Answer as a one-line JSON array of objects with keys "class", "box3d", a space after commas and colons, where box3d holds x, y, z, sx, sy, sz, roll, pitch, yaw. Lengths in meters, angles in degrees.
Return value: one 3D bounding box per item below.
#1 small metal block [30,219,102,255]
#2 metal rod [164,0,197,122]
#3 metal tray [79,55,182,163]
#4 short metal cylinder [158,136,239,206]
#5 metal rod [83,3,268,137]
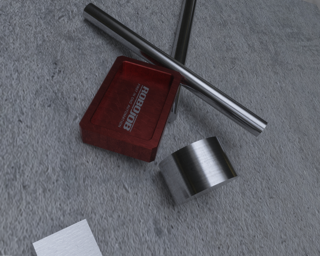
[{"class": "small metal block", "box3d": [-0.084, 0.120, 0.286, 0.050, 0.025, 0.050, -18, 72, -35]}, {"class": "metal rod", "box3d": [0.035, -0.135, 0.507, 0.025, 0.025, 0.300, 23, 53, -15]}, {"class": "metal tray", "box3d": [-0.032, -0.029, 0.385, 0.090, 0.030, 0.130, 17, 53, 3]}, {"class": "short metal cylinder", "box3d": [0.045, 0.051, 0.363, 0.081, 0.080, 0.050, -13, 69, -34]}, {"class": "metal rod", "box3d": [0.016, -0.085, 0.435, 0.300, 0.025, 0.025, 36, 50, 7]}]
